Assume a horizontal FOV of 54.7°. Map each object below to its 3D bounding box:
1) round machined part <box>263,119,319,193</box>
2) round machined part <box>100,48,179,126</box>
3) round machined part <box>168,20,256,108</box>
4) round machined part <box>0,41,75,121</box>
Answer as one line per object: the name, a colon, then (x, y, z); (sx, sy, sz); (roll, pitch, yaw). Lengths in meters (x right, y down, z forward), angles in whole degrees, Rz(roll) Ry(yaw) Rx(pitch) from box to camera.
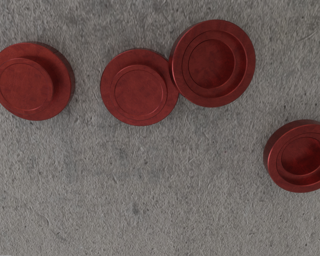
round machined part: (0.187, 0.034, 0.415); (0.099, 0.042, 0.097); (0, 110, 0)
round machined part: (-0.025, -0.047, 0.383); (0.099, 0.042, 0.097); (0, 110, 0)
round machined part: (0.058, -0.076, 0.367); (0.099, 0.042, 0.097); (-3, 106, -10)
round machined part: (-0.158, -0.054, 0.379); (0.099, 0.042, 0.097); (0, 110, 0)
